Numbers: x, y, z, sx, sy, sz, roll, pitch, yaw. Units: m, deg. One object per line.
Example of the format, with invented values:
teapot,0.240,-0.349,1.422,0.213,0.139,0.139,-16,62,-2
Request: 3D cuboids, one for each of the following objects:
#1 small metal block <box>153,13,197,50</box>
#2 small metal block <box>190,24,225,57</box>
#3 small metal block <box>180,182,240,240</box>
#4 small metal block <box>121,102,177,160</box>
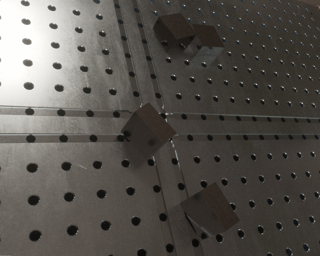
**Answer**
small metal block,0.025,-0.165,0.524,0.050,0.025,0.050,-26,76,-37
small metal block,0.079,-0.155,0.547,0.050,0.025,0.050,-7,65,-32
small metal block,0.057,0.098,0.365,0.025,0.050,0.050,-21,73,-36
small metal block,-0.015,0.005,0.382,0.050,0.050,0.025,48,51,5
